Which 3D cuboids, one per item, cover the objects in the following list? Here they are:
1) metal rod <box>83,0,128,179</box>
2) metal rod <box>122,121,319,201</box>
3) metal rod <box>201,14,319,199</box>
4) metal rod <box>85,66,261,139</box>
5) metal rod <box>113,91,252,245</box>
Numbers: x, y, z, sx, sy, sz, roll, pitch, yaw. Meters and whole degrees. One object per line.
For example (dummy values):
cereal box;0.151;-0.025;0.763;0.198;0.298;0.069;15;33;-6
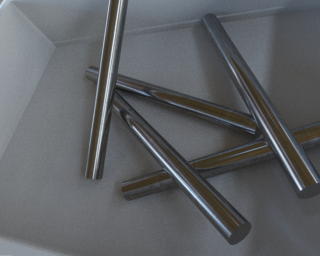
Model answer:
metal rod;-0.068;-0.082;0.413;0.025;0.025;0.298;8;90;31
metal rod;0.096;0.029;0.336;0.301;0.025;0.025;-19;54;16
metal rod;0.101;-0.053;0.363;0.025;0.025;0.300;-26;46;12
metal rod;-0.002;-0.046;0.433;0.300;0.025;0.025;22;74;35
metal rod;-0.007;0.018;0.371;0.025;0.025;0.300;-44;43;-2
